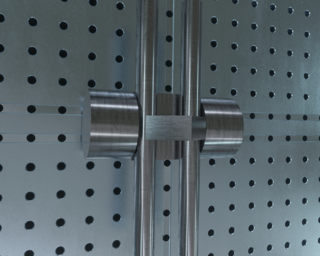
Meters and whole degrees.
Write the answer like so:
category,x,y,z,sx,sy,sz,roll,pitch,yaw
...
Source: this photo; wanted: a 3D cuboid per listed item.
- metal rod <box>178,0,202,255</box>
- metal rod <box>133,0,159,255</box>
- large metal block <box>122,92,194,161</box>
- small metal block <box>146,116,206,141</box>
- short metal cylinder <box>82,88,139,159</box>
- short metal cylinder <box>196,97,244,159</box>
category,x,y,z,sx,sy,sz,roll,pitch,yaw
metal rod,0.036,0.000,0.369,0.025,0.025,0.298,1,90,-20
metal rod,-0.016,0.002,0.350,0.025,0.025,0.298,1,90,-20
large metal block,-0.003,-0.002,0.394,0.081,0.050,0.079,1,90,-20
small metal block,0.018,0.000,0.336,0.050,0.050,0.025,1,90,24
short metal cylinder,-0.060,-0.004,0.358,0.050,0.080,0.079,2,90,-20
short metal cylinder,0.064,0.000,0.403,0.050,0.080,0.079,1,90,-19
